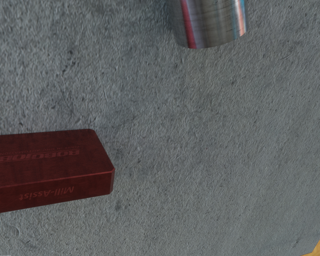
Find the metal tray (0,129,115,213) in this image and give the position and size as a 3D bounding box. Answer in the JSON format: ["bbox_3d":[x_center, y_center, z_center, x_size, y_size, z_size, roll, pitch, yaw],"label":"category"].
[{"bbox_3d":[-0.123,0.039,0.321,0.131,0.090,0.030,-5,121,-26],"label":"metal tray"}]

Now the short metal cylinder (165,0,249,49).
[{"bbox_3d":[0.049,-0.124,0.321,0.080,0.080,0.050,-27,128,-12],"label":"short metal cylinder"}]
